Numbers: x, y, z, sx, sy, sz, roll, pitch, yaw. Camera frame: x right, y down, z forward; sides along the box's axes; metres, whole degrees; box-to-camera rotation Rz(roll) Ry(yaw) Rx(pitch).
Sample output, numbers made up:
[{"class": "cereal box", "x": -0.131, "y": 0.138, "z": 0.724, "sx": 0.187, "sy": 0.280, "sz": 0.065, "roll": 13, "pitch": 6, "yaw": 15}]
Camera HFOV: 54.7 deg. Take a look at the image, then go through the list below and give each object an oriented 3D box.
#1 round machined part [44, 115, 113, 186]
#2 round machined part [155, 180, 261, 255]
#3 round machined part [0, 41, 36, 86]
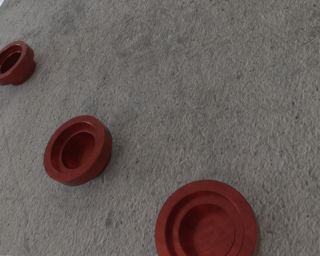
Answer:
[{"class": "round machined part", "x": -0.107, "y": 0.034, "z": 0.429, "sx": 0.098, "sy": 0.042, "sz": 0.098, "roll": -13, "pitch": 56, "yaw": 21}, {"class": "round machined part", "x": 0.048, "y": 0.104, "z": 0.304, "sx": 0.098, "sy": 0.042, "sz": 0.098, "roll": -13, "pitch": 56, "yaw": 21}, {"class": "round machined part", "x": -0.291, "y": -0.124, "z": 0.623, "sx": 0.098, "sy": 0.042, "sz": 0.098, "roll": -13, "pitch": 56, "yaw": 21}]
